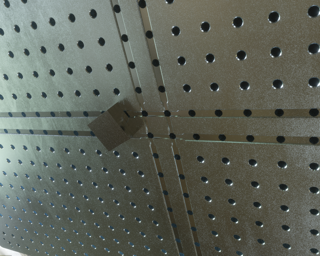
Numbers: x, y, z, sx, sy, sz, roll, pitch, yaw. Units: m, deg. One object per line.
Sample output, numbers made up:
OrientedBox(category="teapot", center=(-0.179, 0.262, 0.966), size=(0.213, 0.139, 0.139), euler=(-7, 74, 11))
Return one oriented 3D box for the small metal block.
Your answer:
OrientedBox(category="small metal block", center=(-0.068, -0.001, 0.448), size=(0.050, 0.025, 0.050), euler=(-31, 102, 38))
